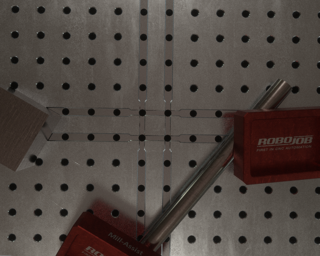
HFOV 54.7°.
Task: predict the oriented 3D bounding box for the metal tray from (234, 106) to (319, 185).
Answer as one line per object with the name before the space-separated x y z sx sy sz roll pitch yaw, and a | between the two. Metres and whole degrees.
metal tray | 0.162 0.020 0.396 0.131 0.030 0.089 -3 99 -10

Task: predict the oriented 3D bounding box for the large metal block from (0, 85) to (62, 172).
large metal block | -0.189 -0.002 0.398 0.080 0.050 0.080 30 90 -1

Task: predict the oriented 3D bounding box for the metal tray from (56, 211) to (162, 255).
metal tray | -0.064 0.175 0.393 0.130 0.030 0.089 31 113 -1

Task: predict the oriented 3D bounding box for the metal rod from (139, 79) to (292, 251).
metal rod | 0.070 0.056 0.414 0.025 0.025 0.300 40 90 -1
